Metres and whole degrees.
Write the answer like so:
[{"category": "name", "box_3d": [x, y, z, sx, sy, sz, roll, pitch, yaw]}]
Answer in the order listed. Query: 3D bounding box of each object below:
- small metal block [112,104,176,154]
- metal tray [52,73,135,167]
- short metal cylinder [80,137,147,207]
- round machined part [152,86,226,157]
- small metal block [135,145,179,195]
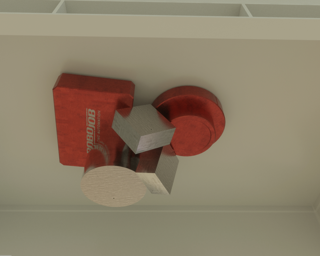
[{"category": "small metal block", "box_3d": [-0.019, -0.001, 0.356, 0.050, 0.050, 0.025, -13, 135, -39]}, {"category": "metal tray", "box_3d": [-0.083, -0.003, 0.397, 0.091, 0.030, 0.129, 6, 130, -6]}, {"category": "short metal cylinder", "box_3d": [-0.057, 0.057, 0.399, 0.081, 0.050, 0.079, 0, 130, 0]}, {"category": "round machined part", "box_3d": [0.034, -0.002, 0.395, 0.099, 0.042, 0.097, -1, 130, 0]}, {"category": "small metal block", "box_3d": [-0.002, 0.047, 0.379, 0.025, 0.050, 0.050, -2, 140, 26]}]
